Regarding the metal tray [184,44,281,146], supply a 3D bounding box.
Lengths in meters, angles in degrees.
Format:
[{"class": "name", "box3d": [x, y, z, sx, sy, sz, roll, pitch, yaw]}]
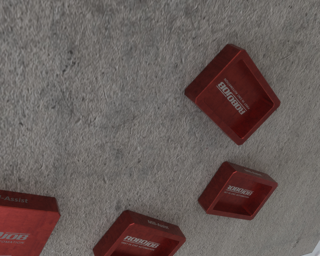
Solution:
[{"class": "metal tray", "box3d": [0.106, -0.042, 0.435, 0.090, 0.030, 0.130, -47, 129, 5]}]

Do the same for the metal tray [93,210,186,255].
[{"class": "metal tray", "box3d": [-0.030, 0.190, 0.504, 0.131, 0.030, 0.090, 31, 101, -38]}]

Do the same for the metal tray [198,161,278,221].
[{"class": "metal tray", "box3d": [0.141, 0.115, 0.551, 0.131, 0.030, 0.090, 19, 108, -36]}]

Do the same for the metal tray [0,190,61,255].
[{"class": "metal tray", "box3d": [-0.199, 0.118, 0.368, 0.131, 0.030, 0.090, 19, 108, -36]}]
